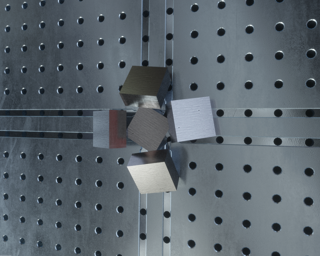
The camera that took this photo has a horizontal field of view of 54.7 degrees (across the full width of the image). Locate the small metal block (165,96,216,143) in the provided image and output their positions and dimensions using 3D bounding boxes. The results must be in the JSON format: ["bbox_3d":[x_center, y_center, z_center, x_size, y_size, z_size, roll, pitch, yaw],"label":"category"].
[{"bbox_3d":[0.038,-0.010,0.386,0.050,0.025,0.050,-8,86,-16],"label":"small metal block"}]

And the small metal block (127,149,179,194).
[{"bbox_3d":[-0.008,0.057,0.401,0.050,0.025,0.050,-10,123,19],"label":"small metal block"}]

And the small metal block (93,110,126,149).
[{"bbox_3d":[-0.069,0.001,0.423,0.050,0.025,0.050,0,90,54],"label":"small metal block"}]

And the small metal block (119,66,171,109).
[{"bbox_3d":[-0.018,-0.054,0.405,0.050,0.025,0.050,7,56,20],"label":"small metal block"}]

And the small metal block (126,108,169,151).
[{"bbox_3d":[-0.012,0.001,0.415,0.050,0.025,0.050,33,100,16],"label":"small metal block"}]
